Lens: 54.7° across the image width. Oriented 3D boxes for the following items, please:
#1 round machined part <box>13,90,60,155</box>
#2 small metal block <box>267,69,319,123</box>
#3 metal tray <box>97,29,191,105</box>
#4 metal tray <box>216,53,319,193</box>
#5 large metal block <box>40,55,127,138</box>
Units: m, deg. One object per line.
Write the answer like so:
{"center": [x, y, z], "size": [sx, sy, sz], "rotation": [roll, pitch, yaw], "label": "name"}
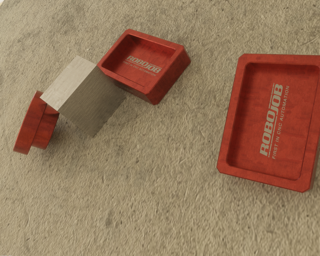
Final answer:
{"center": [-0.184, -0.005, 0.472], "size": [0.097, 0.042, 0.098], "rotation": [-51, 27, 40], "label": "round machined part"}
{"center": [0.151, -0.037, 0.347], "size": [0.050, 0.025, 0.050], "rotation": [-21, 54, 16], "label": "small metal block"}
{"center": [-0.029, -0.098, 0.476], "size": [0.130, 0.030, 0.090], "rotation": [30, 78, 37], "label": "metal tray"}
{"center": [0.117, -0.008, 0.317], "size": [0.090, 0.030, 0.129], "rotation": [10, 86, 32], "label": "metal tray"}
{"center": [-0.109, -0.045, 0.453], "size": [0.050, 0.080, 0.080], "rotation": [31, 79, 37], "label": "large metal block"}
